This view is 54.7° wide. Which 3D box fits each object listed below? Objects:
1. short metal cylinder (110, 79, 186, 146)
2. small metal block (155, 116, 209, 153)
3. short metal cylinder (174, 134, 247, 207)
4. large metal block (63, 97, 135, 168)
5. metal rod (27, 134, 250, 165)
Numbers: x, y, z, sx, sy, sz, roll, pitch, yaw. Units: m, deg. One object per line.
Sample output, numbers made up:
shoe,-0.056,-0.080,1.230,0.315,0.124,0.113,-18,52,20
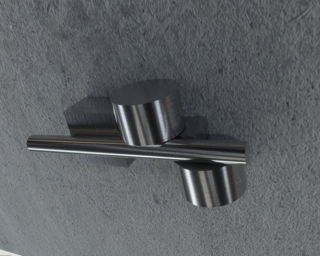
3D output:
short metal cylinder,-0.013,-0.021,0.367,0.080,0.080,0.050,2,120,27
small metal block,0.028,0.008,0.380,0.050,0.050,0.025,1,119,27
short metal cylinder,0.060,0.048,0.369,0.080,0.080,0.050,0,118,28
large metal block,-0.075,0.004,0.428,0.080,0.050,0.079,3,120,26
metal rod,-0.046,0.024,0.380,0.301,0.025,0.025,1,119,26
